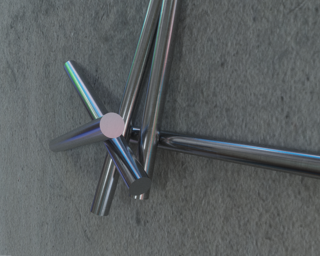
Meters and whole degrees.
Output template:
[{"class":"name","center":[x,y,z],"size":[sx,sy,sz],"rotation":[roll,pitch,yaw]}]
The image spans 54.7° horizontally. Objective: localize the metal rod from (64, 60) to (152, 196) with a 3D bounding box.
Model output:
[{"class":"metal rod","center":[-0.086,-0.022,0.421],"size":[0.300,0.025,0.025],"rotation":[51,121,46]}]

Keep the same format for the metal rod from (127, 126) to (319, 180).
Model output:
[{"class":"metal rod","center":[0.049,0.021,0.363],"size":[0.300,0.025,0.025],"rotation":[8,95,39]}]

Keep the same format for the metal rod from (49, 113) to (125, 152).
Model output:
[{"class":"metal rod","center":[-0.116,0.014,0.427],"size":[0.299,0.025,0.025],"rotation":[-14,81,61]}]

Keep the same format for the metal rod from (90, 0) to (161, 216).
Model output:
[{"class":"metal rod","center":[-0.040,-0.030,0.409],"size":[0.025,0.025,0.298],"rotation":[18,93,38]}]

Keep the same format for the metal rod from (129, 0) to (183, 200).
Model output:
[{"class":"metal rod","center":[-0.001,-0.063,0.381],"size":[0.025,0.025,0.298],"rotation":[9,89,39]}]
